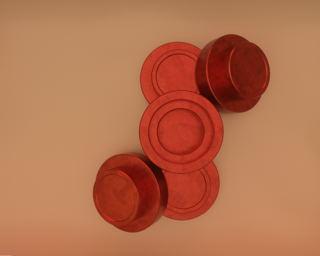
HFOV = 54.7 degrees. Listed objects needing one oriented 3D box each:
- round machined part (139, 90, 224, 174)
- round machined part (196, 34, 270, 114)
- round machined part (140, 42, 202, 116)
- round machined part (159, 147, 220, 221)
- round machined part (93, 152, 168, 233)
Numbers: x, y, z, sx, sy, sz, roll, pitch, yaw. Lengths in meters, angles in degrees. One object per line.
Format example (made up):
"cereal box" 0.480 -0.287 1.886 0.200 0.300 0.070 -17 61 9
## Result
"round machined part" 0.025 0.005 0.380 0.099 0.042 0.097 0 90 -1
"round machined part" 0.096 -0.068 0.381 0.099 0.042 0.097 2 87 -31
"round machined part" 0.023 -0.063 0.401 0.099 0.042 0.097 0 90 -1
"round machined part" 0.029 0.072 0.402 0.099 0.042 0.097 0 90 -1
"round machined part" -0.043 0.081 0.380 0.098 0.042 0.097 2 95 29
